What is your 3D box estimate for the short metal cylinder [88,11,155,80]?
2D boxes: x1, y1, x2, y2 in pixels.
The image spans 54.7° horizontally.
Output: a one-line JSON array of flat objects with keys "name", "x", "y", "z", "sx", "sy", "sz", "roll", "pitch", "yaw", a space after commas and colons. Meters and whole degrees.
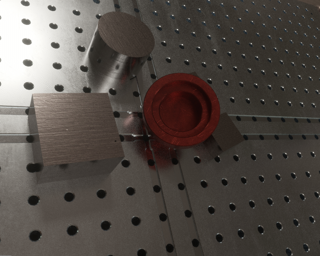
[{"name": "short metal cylinder", "x": -0.054, "y": -0.115, "z": 0.434, "sx": 0.081, "sy": 0.050, "sz": 0.080, "roll": 14, "pitch": 56, "yaw": -21}]

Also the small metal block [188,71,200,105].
[{"name": "small metal block", "x": 0.044, "y": -0.053, "z": 0.466, "sx": 0.050, "sy": 0.025, "sz": 0.050, "roll": -24, "pitch": 75, "yaw": -37}]

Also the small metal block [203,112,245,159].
[{"name": "small metal block", "x": 0.087, "y": 0.010, "z": 0.451, "sx": 0.050, "sy": 0.025, "sz": 0.050, "roll": -22, "pitch": 74, "yaw": -36}]

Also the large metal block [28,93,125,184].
[{"name": "large metal block", "x": -0.093, "y": 0.009, "z": 0.337, "sx": 0.081, "sy": 0.050, "sz": 0.080, "roll": -4, "pitch": 64, "yaw": -31}]

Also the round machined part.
[{"name": "round machined part", "x": 0.026, "y": -0.020, "z": 0.410, "sx": 0.099, "sy": 0.042, "sz": 0.098, "roll": 2, "pitch": 75, "yaw": -6}]
